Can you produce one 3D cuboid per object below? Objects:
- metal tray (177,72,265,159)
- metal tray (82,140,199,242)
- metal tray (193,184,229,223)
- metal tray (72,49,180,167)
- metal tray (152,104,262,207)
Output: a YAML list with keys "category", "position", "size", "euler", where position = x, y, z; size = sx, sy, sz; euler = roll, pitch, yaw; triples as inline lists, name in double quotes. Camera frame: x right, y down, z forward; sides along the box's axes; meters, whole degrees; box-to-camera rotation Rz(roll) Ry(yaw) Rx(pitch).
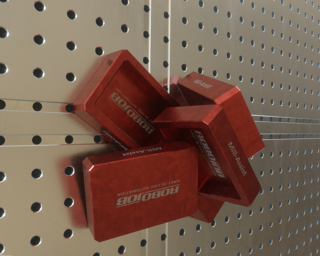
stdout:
- category: "metal tray"
  position: [0.075, -0.021, 0.406]
  size: [0.030, 0.130, 0.090]
  euler: [-33, 114, -5]
- category: "metal tray"
  position: [-0.018, 0.070, 0.361]
  size: [0.131, 0.030, 0.089]
  euler: [-8, 106, -25]
- category: "metal tray"
  position: [0.079, 0.065, 0.473]
  size: [0.130, 0.030, 0.090]
  euler: [-49, 119, -29]
- category: "metal tray"
  position: [-0.030, -0.020, 0.382]
  size: [0.130, 0.030, 0.090]
  euler: [43, 64, -32]
- category: "metal tray"
  position: [0.057, 0.034, 0.377]
  size: [0.030, 0.090, 0.130]
  euler: [-46, 118, -30]
